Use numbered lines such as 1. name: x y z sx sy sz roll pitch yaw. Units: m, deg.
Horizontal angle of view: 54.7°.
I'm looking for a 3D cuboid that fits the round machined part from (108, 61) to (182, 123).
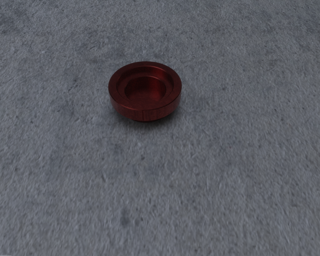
1. round machined part: -0.020 -0.046 0.430 0.099 0.042 0.098 0 50 0
